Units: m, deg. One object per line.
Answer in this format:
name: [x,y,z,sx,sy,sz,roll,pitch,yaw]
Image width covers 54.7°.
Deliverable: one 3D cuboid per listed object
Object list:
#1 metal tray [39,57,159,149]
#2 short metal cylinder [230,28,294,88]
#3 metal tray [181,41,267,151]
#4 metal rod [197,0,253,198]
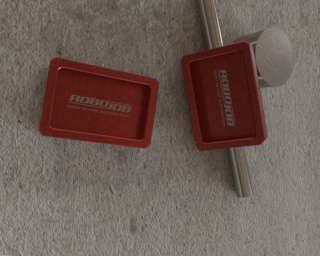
metal tray: [-0.072,-0.027,0.380,0.131,0.030,0.089,9,87,-20]
short metal cylinder: [0.144,-0.097,0.442,0.081,0.050,0.079,-1,91,-32]
metal tray: [0.085,-0.039,0.409,0.030,0.090,0.129,-19,99,-64]
metal rod: [0.093,-0.047,0.444,0.025,0.025,0.298,-14,95,-20]
